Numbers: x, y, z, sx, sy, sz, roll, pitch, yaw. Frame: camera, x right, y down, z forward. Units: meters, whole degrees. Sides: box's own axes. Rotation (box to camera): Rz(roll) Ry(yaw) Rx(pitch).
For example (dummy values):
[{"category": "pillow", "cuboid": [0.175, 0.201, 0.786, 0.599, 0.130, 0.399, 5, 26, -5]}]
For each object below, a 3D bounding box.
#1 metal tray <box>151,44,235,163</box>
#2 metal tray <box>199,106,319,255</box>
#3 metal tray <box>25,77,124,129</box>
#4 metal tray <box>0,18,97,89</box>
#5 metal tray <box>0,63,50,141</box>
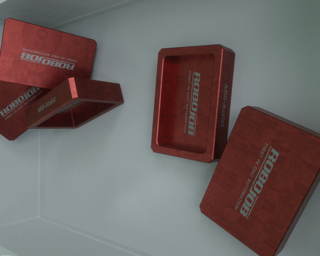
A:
[{"category": "metal tray", "cuboid": [0.037, -0.030, 0.371, 0.090, 0.030, 0.129, 8, 95, 39]}, {"category": "metal tray", "cuboid": [0.104, 0.053, 0.317, 0.090, 0.030, 0.129, 31, 109, 35]}, {"category": "metal tray", "cuboid": [-0.130, -0.033, 0.469, 0.130, 0.091, 0.030, -23, 76, 37]}, {"category": "metal tray", "cuboid": [-0.172, -0.107, 0.477, 0.030, 0.131, 0.089, 35, 114, 60]}, {"category": "metal tray", "cuboid": [-0.231, -0.049, 0.515, 0.130, 0.090, 0.030, -38, 38, 1]}]
